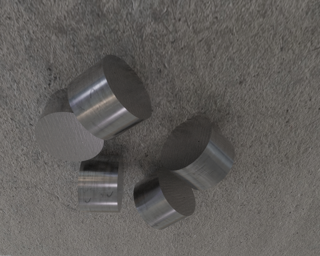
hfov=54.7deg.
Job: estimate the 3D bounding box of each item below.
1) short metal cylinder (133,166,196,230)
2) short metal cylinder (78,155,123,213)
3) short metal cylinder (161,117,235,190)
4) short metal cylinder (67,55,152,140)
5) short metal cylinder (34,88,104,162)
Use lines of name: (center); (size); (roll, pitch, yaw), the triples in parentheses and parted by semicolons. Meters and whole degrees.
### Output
short metal cylinder: (0.007, 0.102, 0.458); (0.050, 0.080, 0.080); (-36, 122, 26)
short metal cylinder: (-0.081, 0.078, 0.437); (0.050, 0.080, 0.079); (1, 130, -1)
short metal cylinder: (0.048, 0.032, 0.399); (0.080, 0.080, 0.050); (-34, 122, 25)
short metal cylinder: (-0.053, -0.033, 0.342); (0.050, 0.080, 0.080); (-30, 124, 22)
short metal cylinder: (-0.107, -0.004, 0.387); (0.081, 0.050, 0.079); (0, 130, 0)
